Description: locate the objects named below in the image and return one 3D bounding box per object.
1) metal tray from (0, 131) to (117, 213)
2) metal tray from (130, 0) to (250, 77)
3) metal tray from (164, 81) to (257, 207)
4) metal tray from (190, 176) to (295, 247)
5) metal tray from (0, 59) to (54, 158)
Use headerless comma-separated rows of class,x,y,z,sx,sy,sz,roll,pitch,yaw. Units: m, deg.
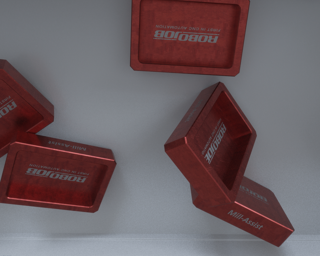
metal tray,-0.134,0.062,0.408,0.131,0.030,0.089,14,111,-25
metal tray,0.032,-0.112,0.367,0.131,0.030,0.089,3,110,-2
metal tray,0.066,0.014,0.361,0.030,0.131,0.090,-25,109,40
metal tray,0.103,0.093,0.411,0.131,0.090,0.030,28,110,-10
metal tray,-0.210,-0.011,0.379,0.130,0.030,0.090,-34,127,5
